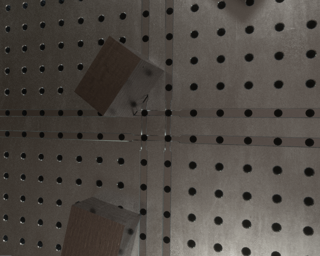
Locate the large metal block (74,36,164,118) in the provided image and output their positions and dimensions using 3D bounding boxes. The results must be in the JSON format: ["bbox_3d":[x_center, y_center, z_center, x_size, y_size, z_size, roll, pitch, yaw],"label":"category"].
[{"bbox_3d":[-0.049,-0.061,0.400,0.050,0.080,0.080,39,102,15],"label":"large metal block"}]

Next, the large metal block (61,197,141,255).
[{"bbox_3d":[-0.081,0.151,0.427,0.080,0.050,0.079,15,95,19],"label":"large metal block"}]
